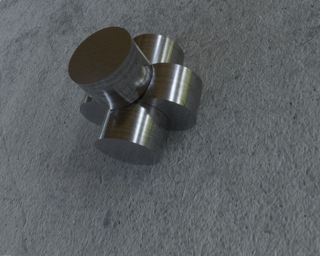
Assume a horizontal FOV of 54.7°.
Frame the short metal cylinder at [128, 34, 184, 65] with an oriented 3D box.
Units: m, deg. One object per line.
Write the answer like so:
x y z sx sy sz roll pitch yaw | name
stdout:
-0.010 -0.082 0.424 0.080 0.080 0.050 -2 61 27 | short metal cylinder

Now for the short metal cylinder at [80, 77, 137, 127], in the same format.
-0.062 -0.036 0.423 0.080 0.080 0.050 -1 62 27 | short metal cylinder

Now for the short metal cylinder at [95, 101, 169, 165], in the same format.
-0.034 0.008 0.381 0.080 0.080 0.050 0 62 28 | short metal cylinder

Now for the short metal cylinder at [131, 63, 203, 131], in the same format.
0.010 -0.036 0.386 0.080 0.080 0.050 0 62 28 | short metal cylinder

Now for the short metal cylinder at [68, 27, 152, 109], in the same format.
-0.056 -0.069 0.356 0.080 0.050 0.080 -13 56 20 | short metal cylinder
